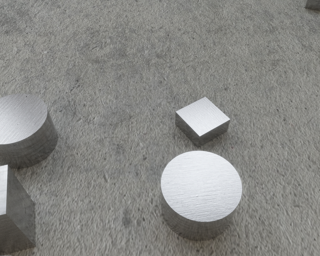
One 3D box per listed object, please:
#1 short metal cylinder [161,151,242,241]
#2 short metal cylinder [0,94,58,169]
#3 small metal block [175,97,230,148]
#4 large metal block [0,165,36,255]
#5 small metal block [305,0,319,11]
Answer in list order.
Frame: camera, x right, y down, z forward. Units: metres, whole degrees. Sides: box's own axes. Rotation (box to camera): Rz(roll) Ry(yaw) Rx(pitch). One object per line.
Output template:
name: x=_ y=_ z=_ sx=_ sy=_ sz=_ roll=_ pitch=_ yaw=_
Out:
short metal cylinder: x=0.041 y=0.071 z=0.328 sx=0.081 sy=0.050 sz=0.080 roll=0 pitch=50 yaw=0
short metal cylinder: x=-0.174 y=0.003 z=0.383 sx=0.081 sy=0.050 sz=0.080 roll=0 pitch=50 yaw=0
small metal block: x=0.055 y=-0.008 z=0.411 sx=0.050 sy=0.025 sz=0.050 roll=-27 pitch=55 yaw=-21
large metal block: x=-0.173 y=0.086 z=0.294 sx=0.081 sy=0.080 sz=0.050 roll=-12 pitch=51 yaw=-10
small metal block: x=0.326 y=-0.260 z=0.624 sx=0.050 sy=0.025 sz=0.050 roll=19 pitch=52 yaw=15
